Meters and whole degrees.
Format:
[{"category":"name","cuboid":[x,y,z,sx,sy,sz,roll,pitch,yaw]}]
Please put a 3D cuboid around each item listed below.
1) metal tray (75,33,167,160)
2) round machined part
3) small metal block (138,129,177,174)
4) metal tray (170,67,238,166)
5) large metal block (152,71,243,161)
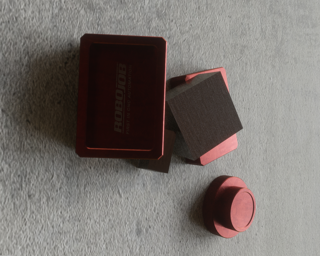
[{"category":"metal tray","cuboid":[-0.040,-0.033,0.336,0.091,0.030,0.129,2,88,-2]},{"category":"round machined part","cuboid":[0.116,0.127,0.494,0.099,0.042,0.097,0,90,-40]},{"category":"small metal block","cuboid":[-0.005,0.028,0.383,0.025,0.050,0.050,15,80,-15]},{"category":"metal tray","cuboid":[0.068,-0.019,0.461,0.091,0.030,0.129,-20,103,-39]},{"category":"large metal block","cuboid":[0.047,-0.017,0.394,0.080,0.050,0.080,-31,106,-19]}]
